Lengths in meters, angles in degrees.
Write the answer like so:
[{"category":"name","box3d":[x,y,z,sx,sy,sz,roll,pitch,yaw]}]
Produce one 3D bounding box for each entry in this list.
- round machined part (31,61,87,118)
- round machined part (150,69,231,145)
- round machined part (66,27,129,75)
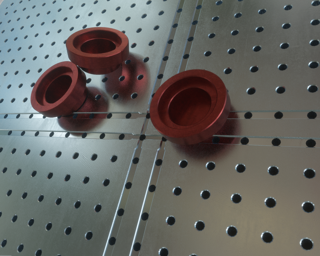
[{"category":"round machined part","box3d":[-0.162,-0.059,0.515,0.098,0.042,0.098,-13,57,22]},{"category":"round machined part","box3d":[0.040,-0.022,0.389,0.098,0.042,0.098,-13,56,20]},{"category":"round machined part","box3d":[-0.100,-0.123,0.506,0.099,0.042,0.098,2,44,-1]}]
